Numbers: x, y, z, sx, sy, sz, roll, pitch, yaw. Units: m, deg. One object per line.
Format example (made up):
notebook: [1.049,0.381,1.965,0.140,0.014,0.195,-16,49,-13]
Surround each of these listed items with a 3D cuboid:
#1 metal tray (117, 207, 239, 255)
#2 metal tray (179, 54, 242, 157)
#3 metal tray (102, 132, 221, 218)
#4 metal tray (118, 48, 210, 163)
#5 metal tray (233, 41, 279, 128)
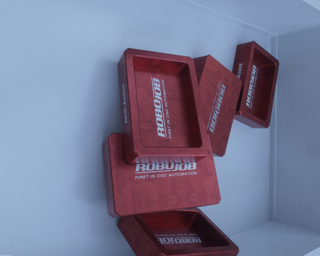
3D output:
metal tray: [0.023,0.134,0.381,0.131,0.090,0.030,15,105,-39]
metal tray: [0.073,-0.031,0.464,0.090,0.030,0.130,27,73,-37]
metal tray: [0.003,0.052,0.366,0.131,0.030,0.090,0,72,-24]
metal tray: [0.002,-0.026,0.360,0.091,0.030,0.130,2,67,-23]
metal tray: [0.163,-0.072,0.539,0.091,0.030,0.129,20,77,-38]
